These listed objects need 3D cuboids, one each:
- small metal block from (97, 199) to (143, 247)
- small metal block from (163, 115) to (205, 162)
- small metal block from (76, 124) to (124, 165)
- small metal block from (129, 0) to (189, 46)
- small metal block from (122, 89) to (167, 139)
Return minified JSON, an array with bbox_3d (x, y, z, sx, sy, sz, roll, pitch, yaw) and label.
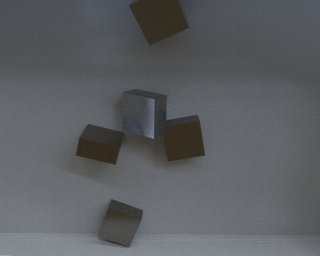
[{"bbox_3d":[-0.059,0.141,0.460,0.050,0.025,0.050,21,105,-5],"label":"small metal block"},{"bbox_3d":[0.031,0.014,0.416,0.050,0.025,0.050,-10,110,3],"label":"small metal block"},{"bbox_3d":[-0.077,0.020,0.405,0.050,0.050,0.025,14,110,-5],"label":"small metal block"},{"bbox_3d":[0.000,-0.131,0.355,0.050,0.025,0.050,-21,120,16],"label":"small metal block"},{"bbox_3d":[-0.020,-0.019,0.391,0.050,0.025,0.050,15,114,32],"label":"small metal block"}]
